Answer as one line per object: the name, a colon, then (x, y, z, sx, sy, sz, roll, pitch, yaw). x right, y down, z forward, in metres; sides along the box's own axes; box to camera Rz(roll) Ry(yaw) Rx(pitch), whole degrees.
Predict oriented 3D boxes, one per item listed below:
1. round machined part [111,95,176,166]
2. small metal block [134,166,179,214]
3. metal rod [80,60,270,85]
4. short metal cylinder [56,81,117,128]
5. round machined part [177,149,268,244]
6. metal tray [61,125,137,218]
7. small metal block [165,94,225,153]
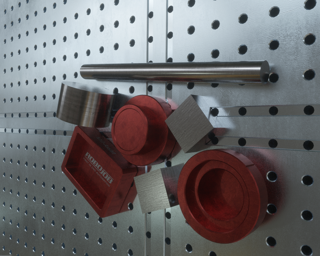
round machined part: (-0.028, 0.003, 0.421, 0.098, 0.042, 0.097, -3, 85, 39)
small metal block: (-0.003, 0.083, 0.413, 0.050, 0.025, 0.050, -24, 75, 37)
metal rod: (-0.006, -0.075, 0.414, 0.300, 0.025, 0.025, 9, 96, 39)
short metal cylinder: (-0.110, -0.036, 0.464, 0.080, 0.081, 0.050, 23, 104, 38)
round machined part: (0.071, 0.071, 0.340, 0.098, 0.042, 0.097, 0, 90, 40)
metal tray: (-0.101, 0.065, 0.489, 0.130, 0.030, 0.089, 38, 114, 33)
small metal block: (0.041, -0.005, 0.376, 0.050, 0.025, 0.050, -46, 63, 30)
